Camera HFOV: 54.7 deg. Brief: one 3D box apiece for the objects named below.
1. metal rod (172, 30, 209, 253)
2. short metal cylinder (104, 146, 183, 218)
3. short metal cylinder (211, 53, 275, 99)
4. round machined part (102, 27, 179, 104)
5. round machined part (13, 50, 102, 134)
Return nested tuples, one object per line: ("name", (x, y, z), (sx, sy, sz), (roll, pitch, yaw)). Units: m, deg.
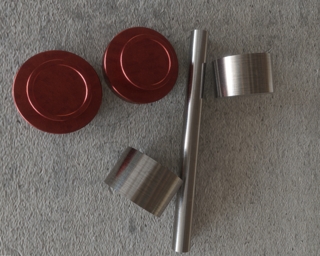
("metal rod", (0.042, 0.016, 0.425), (0.025, 0.025, 0.298), (6, 88, -20))
("short metal cylinder", (-0.020, 0.065, 0.374), (0.080, 0.080, 0.050), (37, 78, -17))
("short metal cylinder", (0.113, -0.069, 0.423), (0.081, 0.080, 0.050), (-6, 92, -20))
("round machined part", (-0.021, -0.080, 0.393), (0.099, 0.042, 0.097), (0, 90, -21))
("round machined part", (-0.116, -0.042, 0.358), (0.099, 0.042, 0.097), (0, 90, -21))
